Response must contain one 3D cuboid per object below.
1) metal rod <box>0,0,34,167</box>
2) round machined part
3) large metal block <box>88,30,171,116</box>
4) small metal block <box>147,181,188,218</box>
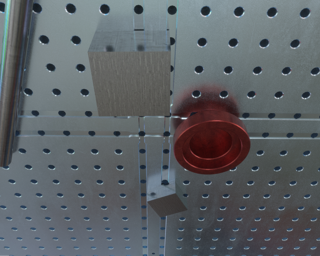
[{"bbox_3d":[-0.172,-0.059,0.358,0.025,0.025,0.298,17,128,-14],"label":"metal rod"},{"bbox_3d":[0.067,0.015,0.414,0.099,0.042,0.097,-1,130,0],"label":"round machined part"},{"bbox_3d":[-0.029,-0.060,0.344,0.081,0.050,0.079,-1,130,0],"label":"large metal block"},{"bbox_3d":[0.012,0.119,0.513,0.050,0.025,0.050,-20,128,16],"label":"small metal block"}]
